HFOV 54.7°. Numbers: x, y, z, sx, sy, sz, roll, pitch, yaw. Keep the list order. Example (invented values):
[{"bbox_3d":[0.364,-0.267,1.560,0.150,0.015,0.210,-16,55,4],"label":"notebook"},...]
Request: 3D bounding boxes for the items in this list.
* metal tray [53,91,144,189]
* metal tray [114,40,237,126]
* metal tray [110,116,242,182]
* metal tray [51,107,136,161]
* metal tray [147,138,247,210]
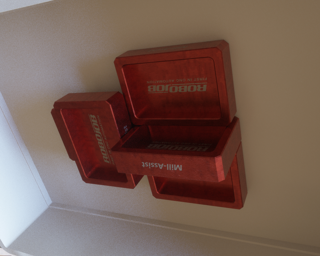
[{"bbox_3d":[-0.079,0.017,0.414,0.090,0.030,0.129,1,119,27],"label":"metal tray"},{"bbox_3d":[0.018,-0.049,0.363,0.130,0.030,0.089,1,119,27],"label":"metal tray"},{"bbox_3d":[0.020,0.019,0.363,0.130,0.090,0.030,1,119,27],"label":"metal tray"},{"bbox_3d":[-0.087,0.006,0.449,0.130,0.030,0.089,0,119,27],"label":"metal tray"},{"bbox_3d":[0.045,0.057,0.414,0.130,0.030,0.089,1,119,27],"label":"metal tray"}]
